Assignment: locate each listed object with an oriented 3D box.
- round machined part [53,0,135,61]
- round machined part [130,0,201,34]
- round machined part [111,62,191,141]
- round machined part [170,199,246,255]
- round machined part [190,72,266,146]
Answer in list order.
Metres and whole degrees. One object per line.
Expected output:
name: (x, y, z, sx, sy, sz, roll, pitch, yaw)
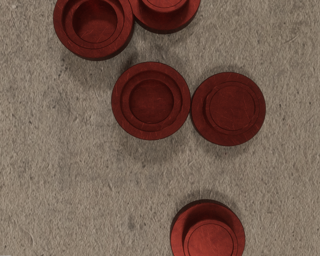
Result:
round machined part: (-0.082, -0.135, 0.400, 0.099, 0.042, 0.097, 0, 90, 0)
round machined part: (0.005, -0.176, 0.401, 0.099, 0.042, 0.097, 0, 90, -1)
round machined part: (-0.011, -0.033, 0.401, 0.099, 0.042, 0.097, 0, 90, -1)
round machined part: (0.062, 0.146, 0.402, 0.099, 0.042, 0.097, 0, 90, -1)
round machined part: (0.089, -0.025, 0.403, 0.099, 0.042, 0.097, 0, 90, -1)
